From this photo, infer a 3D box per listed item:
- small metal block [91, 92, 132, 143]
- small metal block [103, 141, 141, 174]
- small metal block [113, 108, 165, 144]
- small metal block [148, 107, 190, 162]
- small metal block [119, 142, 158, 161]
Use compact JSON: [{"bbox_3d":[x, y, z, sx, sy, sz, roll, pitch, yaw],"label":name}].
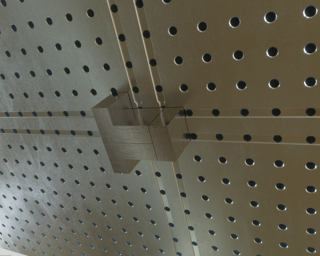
[{"bbox_3d":[-0.060,-0.015,0.415,0.025,0.050,0.050,0,118,28],"label":"small metal block"},{"bbox_3d":[-0.048,0.029,0.436,0.025,0.050,0.050,0,118,28],"label":"small metal block"},{"bbox_3d":[-0.023,-0.004,0.403,0.050,0.050,0.025,0,118,28],"label":"small metal block"},{"bbox_3d":[0.013,0.007,0.390,0.025,0.050,0.050,0,118,28],"label":"small metal block"},{"bbox_3d":[-0.018,0.018,0.413,0.050,0.050,0.025,0,118,28],"label":"small metal block"}]
